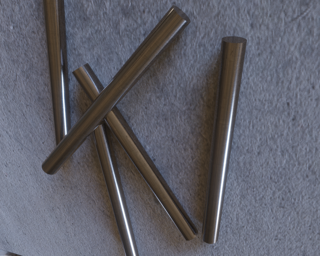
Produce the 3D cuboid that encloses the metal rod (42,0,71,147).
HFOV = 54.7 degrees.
[{"bbox_3d":[-0.140,-0.088,0.423,0.025,0.025,0.298,20,126,16],"label":"metal rod"}]

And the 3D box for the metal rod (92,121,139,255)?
[{"bbox_3d":[-0.070,0.121,0.516,0.025,0.025,0.298,6,121,25],"label":"metal rod"}]

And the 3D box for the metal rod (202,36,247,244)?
[{"bbox_3d":[0.075,0.038,0.389,0.025,0.025,0.298,13,124,20],"label":"metal rod"}]

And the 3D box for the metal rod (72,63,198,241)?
[{"bbox_3d":[-0.029,0.043,0.446,0.025,0.025,0.299,-22,107,36],"label":"metal rod"}]

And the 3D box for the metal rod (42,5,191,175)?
[{"bbox_3d":[-0.072,-0.029,0.395,0.025,0.025,0.299,45,119,-3],"label":"metal rod"}]
